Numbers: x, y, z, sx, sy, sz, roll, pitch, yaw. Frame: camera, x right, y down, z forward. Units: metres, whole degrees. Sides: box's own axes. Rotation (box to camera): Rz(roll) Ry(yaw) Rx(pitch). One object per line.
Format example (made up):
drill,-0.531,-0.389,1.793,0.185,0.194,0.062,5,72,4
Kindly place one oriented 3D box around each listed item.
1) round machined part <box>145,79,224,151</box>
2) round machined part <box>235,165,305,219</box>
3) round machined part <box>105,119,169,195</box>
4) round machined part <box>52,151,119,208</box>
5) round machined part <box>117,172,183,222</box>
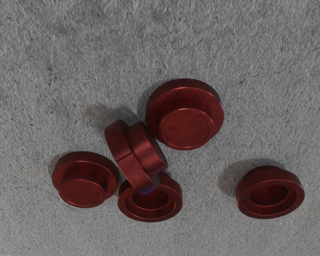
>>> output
round machined part,0.031,-0.009,0.388,0.099,0.042,0.097,0,130,0
round machined part,0.166,0.096,0.479,0.099,0.042,0.097,0,130,0
round machined part,-0.024,0.030,0.388,0.042,0.098,0.098,-31,125,4
round machined part,-0.113,0.084,0.466,0.099,0.042,0.097,0,130,0
round machined part,-0.015,0.102,0.482,0.099,0.042,0.097,0,130,0
